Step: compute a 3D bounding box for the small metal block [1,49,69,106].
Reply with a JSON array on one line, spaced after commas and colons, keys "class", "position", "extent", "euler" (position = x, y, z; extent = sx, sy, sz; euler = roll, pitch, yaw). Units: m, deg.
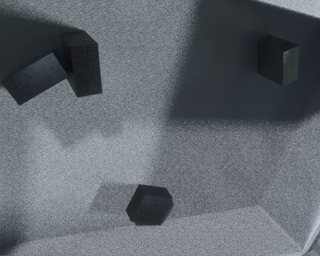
[{"class": "small metal block", "position": [-0.117, -0.050, 0.295], "extent": [0.050, 0.050, 0.025], "euler": [-32, 114, -7]}]

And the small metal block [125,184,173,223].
[{"class": "small metal block", "position": [-0.017, 0.116, 0.471], "extent": [0.050, 0.025, 0.050], "euler": [15, 111, -35]}]

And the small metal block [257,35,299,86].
[{"class": "small metal block", "position": [0.160, -0.092, 0.422], "extent": [0.025, 0.050, 0.050], "euler": [-25, 128, -13]}]

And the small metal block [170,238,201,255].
[{"class": "small metal block", "position": [0.051, 0.245, 0.590], "extent": [0.050, 0.025, 0.050], "euler": [-23, 127, -14]}]

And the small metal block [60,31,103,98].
[{"class": "small metal block", "position": [-0.079, -0.065, 0.309], "extent": [0.025, 0.050, 0.050], "euler": [-13, 124, -22]}]
